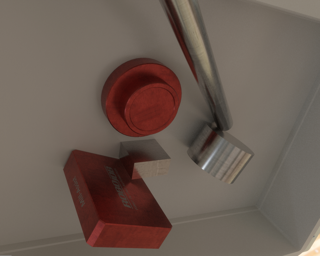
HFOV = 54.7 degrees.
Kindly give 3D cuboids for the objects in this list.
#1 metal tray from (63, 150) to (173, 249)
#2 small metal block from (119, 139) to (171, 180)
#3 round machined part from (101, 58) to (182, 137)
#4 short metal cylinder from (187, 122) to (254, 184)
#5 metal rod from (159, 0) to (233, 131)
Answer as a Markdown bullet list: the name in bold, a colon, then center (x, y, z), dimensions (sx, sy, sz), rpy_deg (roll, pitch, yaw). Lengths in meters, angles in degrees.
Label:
- **metal tray**: center (-0.053, 0.080, 0.362), dimensions (0.091, 0.130, 0.030), rpy_deg (18, 109, -36)
- **small metal block**: center (-0.021, 0.039, 0.407), dimensions (0.050, 0.050, 0.025), rpy_deg (-4, 120, -27)
- **round machined part**: center (-0.017, -0.030, 0.371), dimensions (0.099, 0.042, 0.097), rpy_deg (-14, 125, -21)
- **short metal cylinder**: center (0.086, 0.035, 0.444), dimensions (0.080, 0.080, 0.050), rpy_deg (23, 106, -37)
- **metal rod**: center (0.050, -0.053, 0.326), dimensions (0.025, 0.025, 0.300), rpy_deg (-43, 154, 1)
